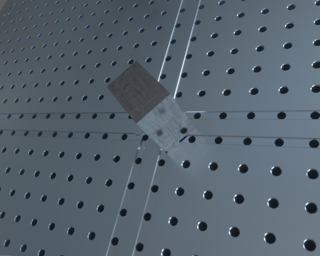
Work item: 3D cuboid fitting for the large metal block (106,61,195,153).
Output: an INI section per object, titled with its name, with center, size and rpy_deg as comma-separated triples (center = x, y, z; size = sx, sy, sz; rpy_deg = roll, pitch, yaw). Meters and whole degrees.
[large metal block]
center = -0.011, -0.026, 0.395
size = 0.050, 0.080, 0.080
rpy_deg = -42, 51, 0
